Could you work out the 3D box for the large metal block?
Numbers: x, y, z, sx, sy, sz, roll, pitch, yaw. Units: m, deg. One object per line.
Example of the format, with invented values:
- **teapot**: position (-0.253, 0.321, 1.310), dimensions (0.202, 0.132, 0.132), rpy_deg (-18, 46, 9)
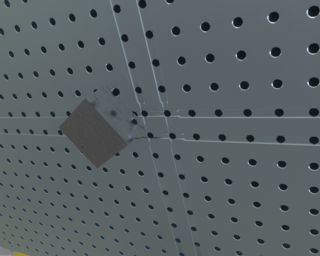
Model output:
- **large metal block**: position (-0.082, -0.001, 0.438), dimensions (0.080, 0.050, 0.080), rpy_deg (48, 129, -6)
